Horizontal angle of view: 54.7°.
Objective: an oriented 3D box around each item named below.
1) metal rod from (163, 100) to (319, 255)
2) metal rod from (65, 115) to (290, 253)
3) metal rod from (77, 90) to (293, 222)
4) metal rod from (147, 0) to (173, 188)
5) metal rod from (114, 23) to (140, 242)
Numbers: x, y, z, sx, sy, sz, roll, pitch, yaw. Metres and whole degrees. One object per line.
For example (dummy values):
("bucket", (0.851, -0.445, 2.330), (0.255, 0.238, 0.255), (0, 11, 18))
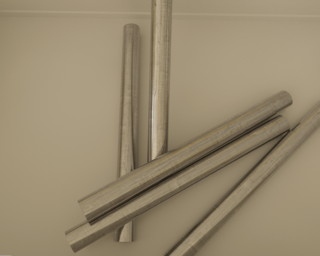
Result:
("metal rod", (0.123, 0.060, 0.389), (0.301, 0.025, 0.025), (-40, 75, -14))
("metal rod", (0.035, 0.057, 0.371), (0.302, 0.025, 0.025), (-26, 72, -17))
("metal rod", (0.046, 0.023, 0.375), (0.302, 0.025, 0.025), (-27, 72, -20))
("metal rod", (0.000, -0.077, 0.373), (0.025, 0.025, 0.298), (2, 95, 0))
("metal rod", (-0.042, -0.008, 0.412), (0.025, 0.025, 0.299), (0, 70, 0))
